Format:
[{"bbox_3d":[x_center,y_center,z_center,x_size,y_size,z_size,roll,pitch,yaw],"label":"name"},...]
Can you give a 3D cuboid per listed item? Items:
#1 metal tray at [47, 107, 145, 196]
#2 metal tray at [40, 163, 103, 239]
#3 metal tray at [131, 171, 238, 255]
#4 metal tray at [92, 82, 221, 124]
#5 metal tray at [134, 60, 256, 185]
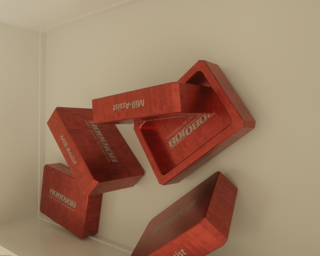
[{"bbox_3d":[-0.090,0.028,0.436,0.030,0.091,0.130,-50,61,28],"label":"metal tray"},{"bbox_3d":[-0.154,0.119,0.527,0.130,0.030,0.089,13,98,39],"label":"metal tray"},{"bbox_3d":[0.023,0.112,0.341,0.030,0.090,0.129,45,121,-3],"label":"metal tray"},{"bbox_3d":[-0.005,-0.025,0.366,0.130,0.091,0.030,-6,87,39],"label":"metal tray"},{"bbox_3d":[0.033,-0.003,0.360,0.129,0.030,0.090,-42,62,32],"label":"metal tray"}]
